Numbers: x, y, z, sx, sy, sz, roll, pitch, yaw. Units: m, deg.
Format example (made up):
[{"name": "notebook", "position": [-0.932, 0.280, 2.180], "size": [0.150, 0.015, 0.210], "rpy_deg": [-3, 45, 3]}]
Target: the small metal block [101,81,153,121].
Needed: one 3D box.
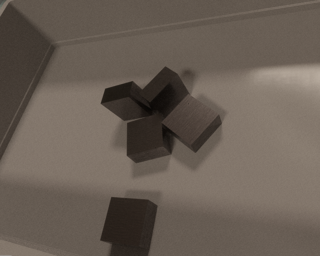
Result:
[{"name": "small metal block", "position": [-0.044, -0.036, 0.428], "size": [0.050, 0.050, 0.025], "rpy_deg": [-9, 58, 34]}]

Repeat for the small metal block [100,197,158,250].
[{"name": "small metal block", "position": [-0.035, 0.109, 0.356], "size": [0.050, 0.025, 0.050], "rpy_deg": [-2, 60, 26]}]

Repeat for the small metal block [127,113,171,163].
[{"name": "small metal block", "position": [-0.015, 0.013, 0.404], "size": [0.050, 0.025, 0.050], "rpy_deg": [-16, 55, 19]}]

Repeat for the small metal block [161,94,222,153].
[{"name": "small metal block", "position": [0.039, -0.006, 0.383], "size": [0.050, 0.025, 0.050], "rpy_deg": [-47, 59, -7]}]

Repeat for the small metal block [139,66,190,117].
[{"name": "small metal block", "position": [0.008, -0.044, 0.412], "size": [0.050, 0.050, 0.025], "rpy_deg": [-46, 52, -5]}]
